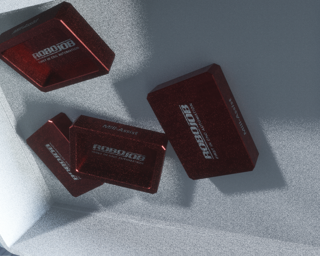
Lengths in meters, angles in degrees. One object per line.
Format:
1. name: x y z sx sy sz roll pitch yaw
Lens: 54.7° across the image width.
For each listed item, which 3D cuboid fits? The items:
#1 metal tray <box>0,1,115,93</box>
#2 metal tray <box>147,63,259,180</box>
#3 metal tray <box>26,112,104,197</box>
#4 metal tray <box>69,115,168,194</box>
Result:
1. metal tray: -0.134 -0.095 0.392 0.130 0.030 0.090 -9 142 32
2. metal tray: 0.053 -0.002 0.377 0.090 0.030 0.130 -17 110 34
3. metal tray: -0.152 0.048 0.515 0.090 0.030 0.130 -30 102 37
4. metal tray: -0.060 0.039 0.439 0.131 0.030 0.089 13 124 4
